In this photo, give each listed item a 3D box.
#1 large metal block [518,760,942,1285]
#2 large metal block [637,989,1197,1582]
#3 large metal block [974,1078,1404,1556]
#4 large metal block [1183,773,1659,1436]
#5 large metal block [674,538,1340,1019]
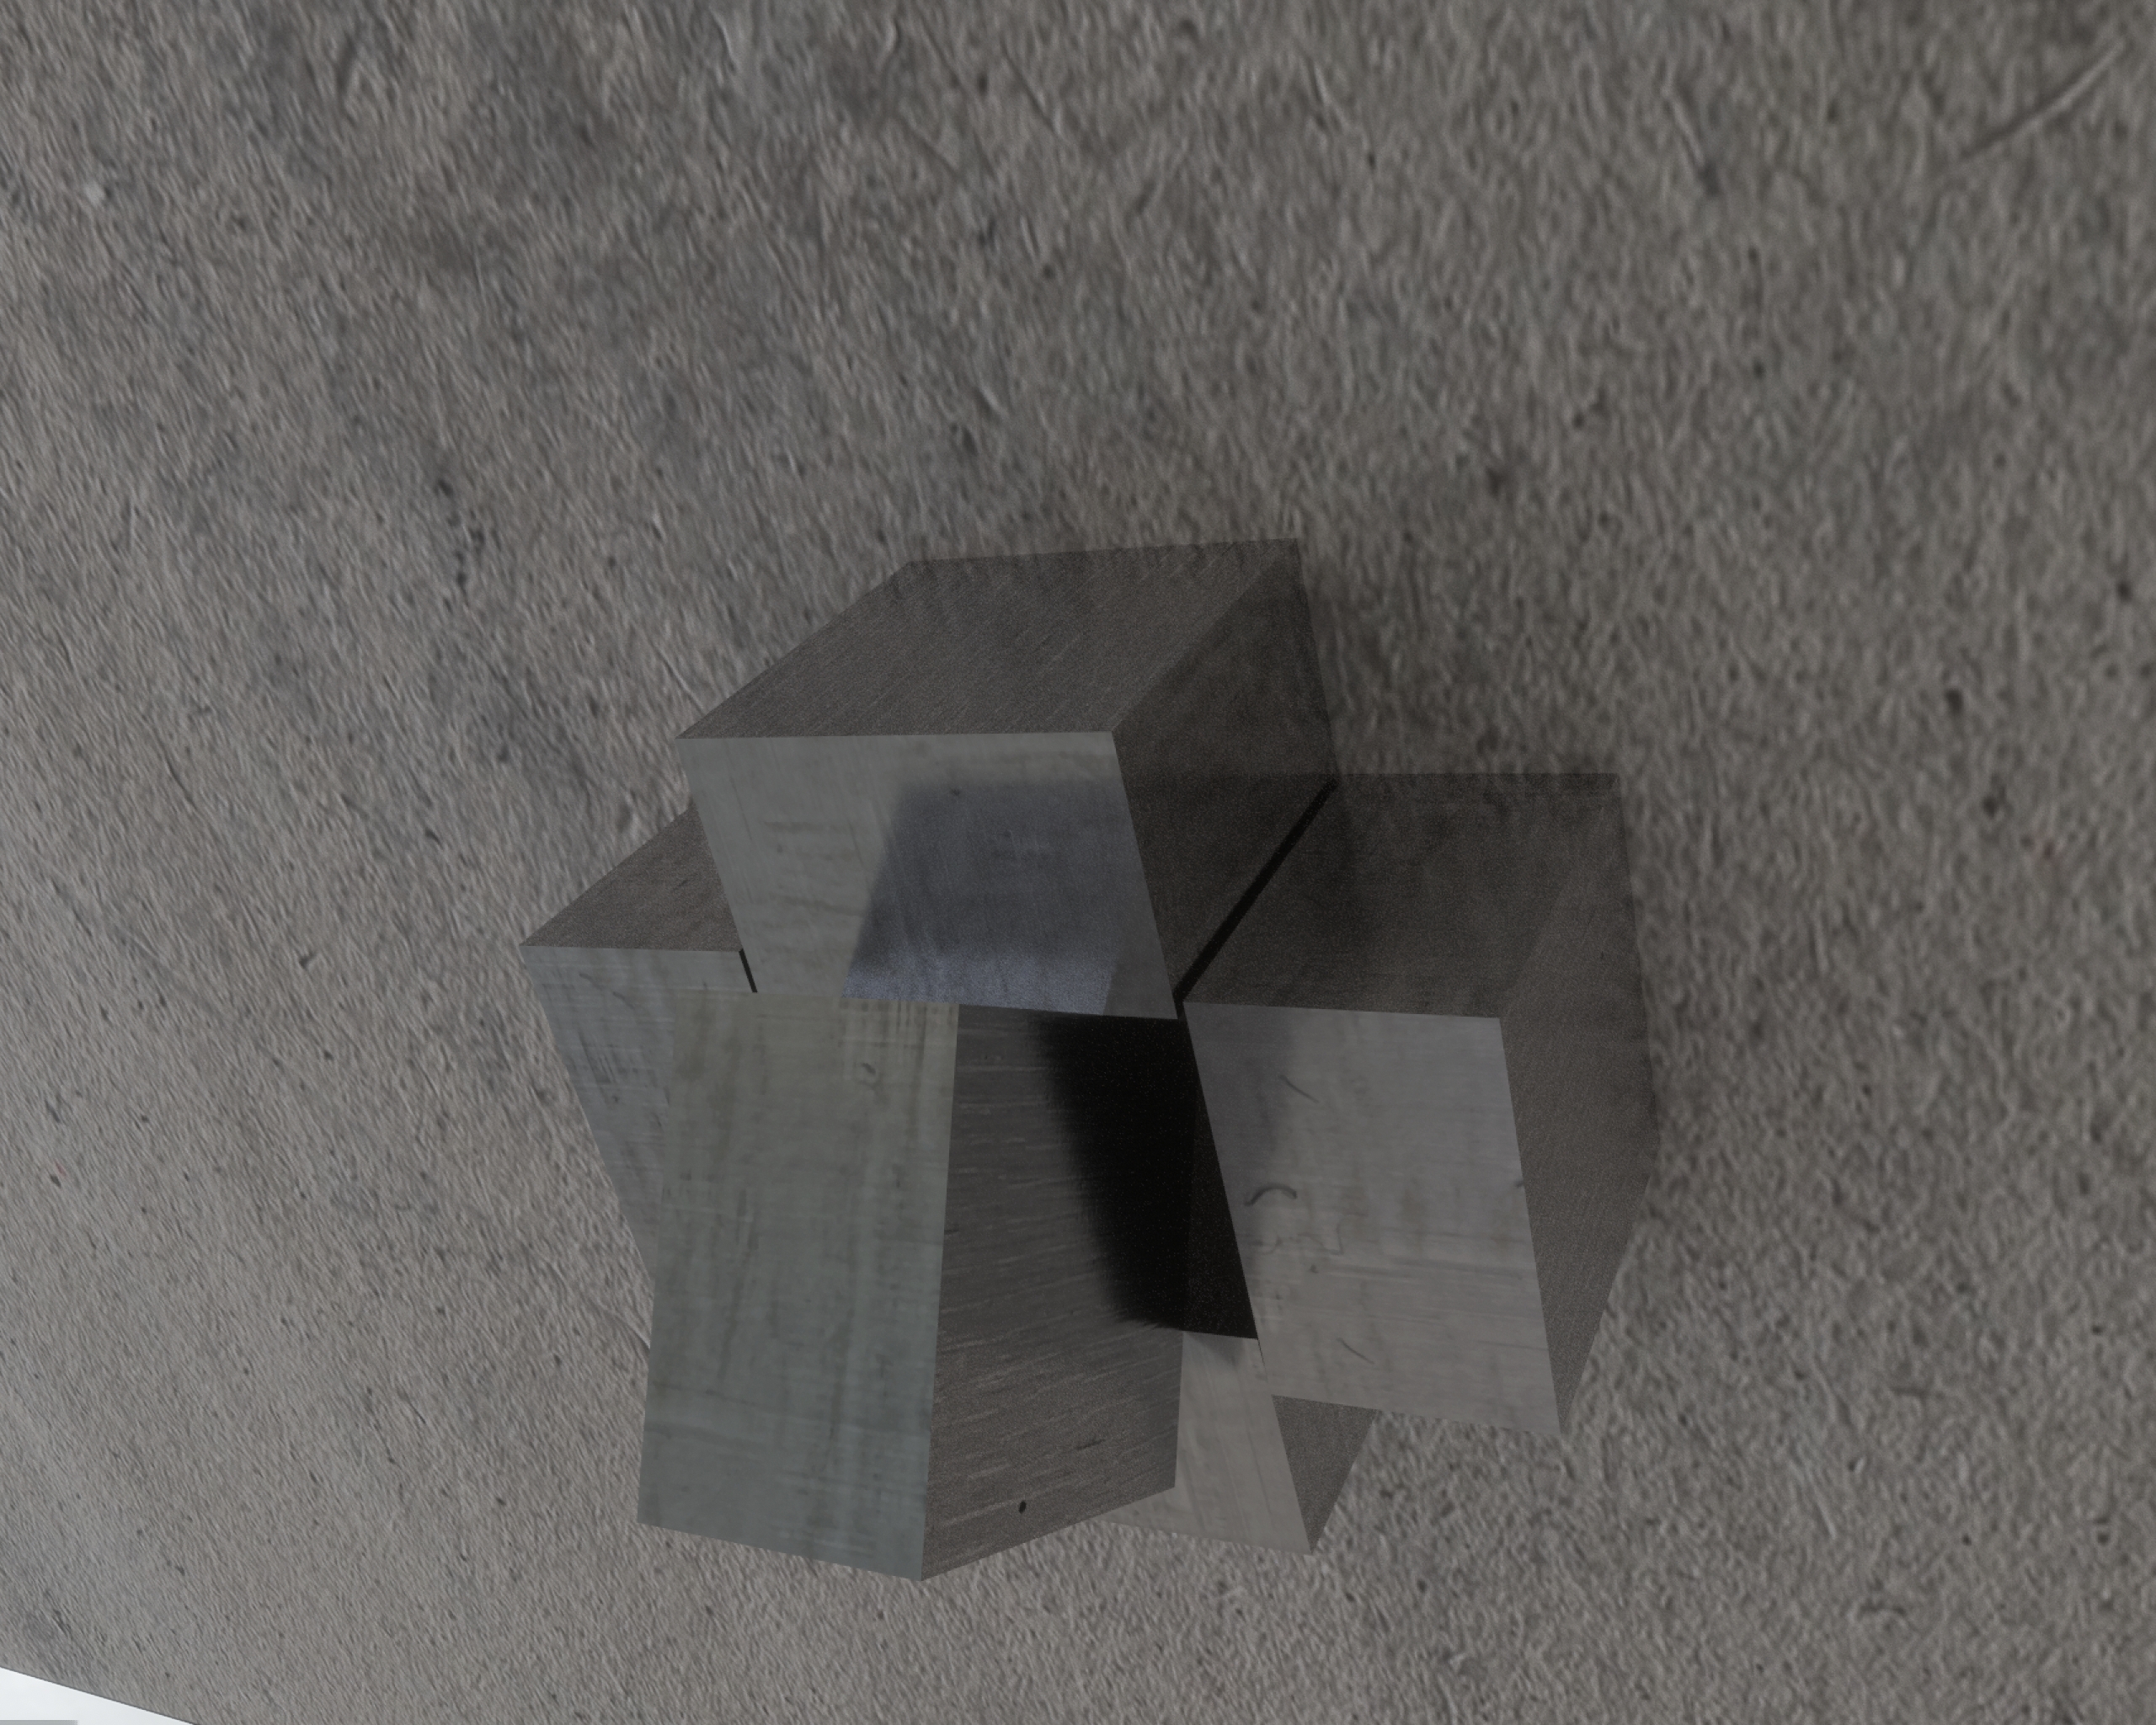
[{"bbox_3d":[-0.055,0.031,0.420,0.050,0.080,0.080,0,119,28],"label":"large metal block"},{"bbox_3d":[-0.022,0.063,0.338,0.050,0.080,0.080,1,84,28],"label":"large metal block"},{"bbox_3d":[0.018,0.084,0.414,0.080,0.080,0.050,0,118,28],"label":"large metal block"},{"bbox_3d":[0.064,0.038,0.361,0.050,0.080,0.080,1,119,28],"label":"large metal block"},{"bbox_3d":[-0.008,-0.017,0.365,0.080,0.080,0.050,1,119,28],"label":"large metal block"}]
